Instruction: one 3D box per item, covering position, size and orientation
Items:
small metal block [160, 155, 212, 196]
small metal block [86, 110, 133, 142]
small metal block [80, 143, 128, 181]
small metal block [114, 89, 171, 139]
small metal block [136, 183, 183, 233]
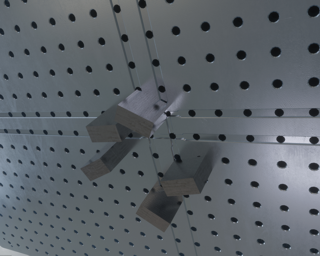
[{"bbox_3d":[0.036,0.064,0.417,0.050,0.050,0.025,-13,112,33],"label":"small metal block"},{"bbox_3d":[-0.064,-0.004,0.427,0.050,0.050,0.025,-3,117,29],"label":"small metal block"},{"bbox_3d":[-0.084,0.050,0.471,0.050,0.050,0.025,-28,103,37],"label":"small metal block"},{"bbox_3d":[-0.022,-0.019,0.395,0.050,0.050,0.025,27,128,11],"label":"small metal block"},{"bbox_3d":[0.000,0.120,0.470,0.050,0.050,0.025,32,129,8],"label":"small metal block"}]
